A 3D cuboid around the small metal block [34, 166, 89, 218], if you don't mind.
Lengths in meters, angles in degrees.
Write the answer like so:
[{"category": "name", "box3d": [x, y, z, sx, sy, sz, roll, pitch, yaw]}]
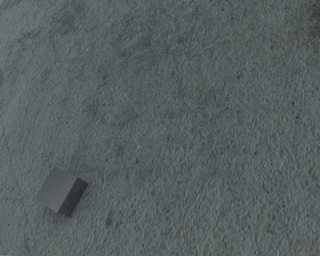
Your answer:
[{"category": "small metal block", "box3d": [-0.134, 0.086, 0.421, 0.050, 0.025, 0.050, 15, 69, 34]}]
